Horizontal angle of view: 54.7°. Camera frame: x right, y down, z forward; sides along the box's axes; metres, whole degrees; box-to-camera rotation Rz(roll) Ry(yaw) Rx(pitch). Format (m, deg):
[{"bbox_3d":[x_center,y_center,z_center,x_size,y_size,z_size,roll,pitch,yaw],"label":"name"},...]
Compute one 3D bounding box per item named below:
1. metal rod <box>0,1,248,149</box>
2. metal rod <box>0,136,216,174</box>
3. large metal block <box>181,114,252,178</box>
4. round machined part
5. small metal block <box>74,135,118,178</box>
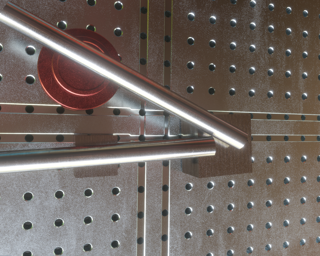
[{"bbox_3d":[-0.026,-0.050,0.352,0.301,0.025,0.025,27,81,-16],"label":"metal rod"},{"bbox_3d":[-0.085,0.032,0.353,0.302,0.025,0.025,-4,92,-10],"label":"metal rod"},{"bbox_3d":[0.077,0.022,0.426,0.081,0.050,0.079,-2,91,-20],"label":"large metal block"},{"bbox_3d":[-0.093,-0.071,0.369,0.099,0.042,0.097,0,90,-21],"label":"round machined part"},{"bbox_3d":[-0.080,0.034,0.384,0.050,0.025,0.050,0,90,-21],"label":"small metal block"}]
